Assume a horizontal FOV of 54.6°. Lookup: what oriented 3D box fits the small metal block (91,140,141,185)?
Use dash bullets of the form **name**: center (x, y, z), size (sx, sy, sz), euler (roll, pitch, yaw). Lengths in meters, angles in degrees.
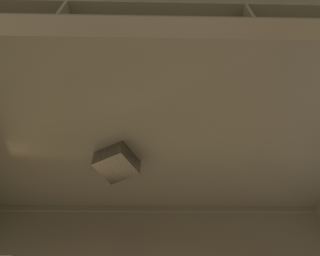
- **small metal block**: center (-0.063, 0.051, 0.452), size (0.050, 0.025, 0.050), euler (-23, 127, 18)
